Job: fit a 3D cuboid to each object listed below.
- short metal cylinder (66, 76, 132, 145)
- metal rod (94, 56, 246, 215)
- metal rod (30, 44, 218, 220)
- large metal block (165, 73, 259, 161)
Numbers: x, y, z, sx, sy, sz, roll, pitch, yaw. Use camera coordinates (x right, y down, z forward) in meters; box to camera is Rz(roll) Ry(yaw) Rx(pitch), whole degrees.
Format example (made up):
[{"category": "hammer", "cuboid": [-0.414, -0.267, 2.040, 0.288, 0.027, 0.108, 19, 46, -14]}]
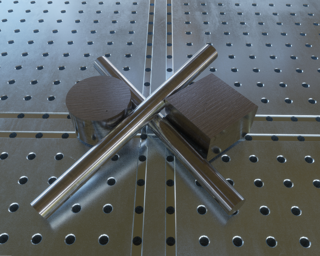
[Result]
[{"category": "short metal cylinder", "cuboid": [-0.077, -0.023, 0.405, 0.081, 0.050, 0.080, 0, 50, 0]}, {"category": "metal rod", "cuboid": [-0.005, -0.008, 0.409, 0.025, 0.025, 0.300, -29, 56, -22]}, {"category": "metal rod", "cuboid": [-0.029, -0.009, 0.383, 0.025, 0.025, 0.301, 35, 66, 25]}, {"category": "large metal block", "cuboid": [0.063, -0.015, 0.399, 0.081, 0.050, 0.080, -31, 57, -24]}]
